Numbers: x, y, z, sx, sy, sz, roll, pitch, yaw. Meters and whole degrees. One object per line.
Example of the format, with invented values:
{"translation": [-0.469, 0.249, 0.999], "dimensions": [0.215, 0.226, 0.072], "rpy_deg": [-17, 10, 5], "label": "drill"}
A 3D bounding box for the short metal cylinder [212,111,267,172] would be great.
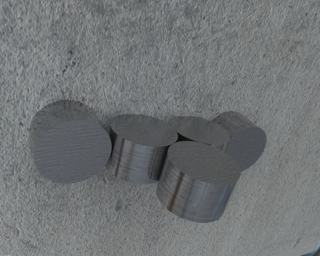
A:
{"translation": [0.111, 0.021, 0.465], "dimensions": [0.081, 0.050, 0.079], "rpy_deg": [-14, 125, -21], "label": "short metal cylinder"}

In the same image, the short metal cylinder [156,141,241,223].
{"translation": [0.041, 0.056, 0.340], "dimensions": [0.081, 0.080, 0.050], "rpy_deg": [0, 119, -29], "label": "short metal cylinder"}

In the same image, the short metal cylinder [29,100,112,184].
{"translation": [-0.101, 0.015, 0.346], "dimensions": [0.081, 0.050, 0.079], "rpy_deg": [-14, 125, -21], "label": "short metal cylinder"}

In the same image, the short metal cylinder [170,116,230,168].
{"translation": [0.047, 0.023, 0.413], "dimensions": [0.081, 0.080, 0.050], "rpy_deg": [0, 118, -29], "label": "short metal cylinder"}

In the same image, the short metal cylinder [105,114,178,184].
{"translation": [-0.024, 0.023, 0.374], "dimensions": [0.081, 0.080, 0.050], "rpy_deg": [0, 118, -29], "label": "short metal cylinder"}
